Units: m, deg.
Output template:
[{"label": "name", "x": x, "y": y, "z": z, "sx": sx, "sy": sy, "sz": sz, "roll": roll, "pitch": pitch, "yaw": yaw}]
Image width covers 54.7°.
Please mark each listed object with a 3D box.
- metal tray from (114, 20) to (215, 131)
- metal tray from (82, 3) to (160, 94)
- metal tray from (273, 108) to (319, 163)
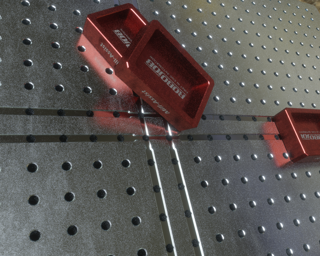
[{"label": "metal tray", "x": 0.012, "y": -0.068, "z": 0.419, "sx": 0.130, "sy": 0.030, "sz": 0.090, "roll": 41, "pitch": 58, "yaw": -26}, {"label": "metal tray", "x": -0.038, "y": -0.120, "z": 0.458, "sx": 0.130, "sy": 0.030, "sz": 0.091, "roll": 49, "pitch": 51, "yaw": 6}, {"label": "metal tray", "x": 0.271, "y": 0.012, "z": 0.546, "sx": 0.131, "sy": 0.030, "sz": 0.090, "roll": 1, "pitch": 62, "yaw": -28}]
